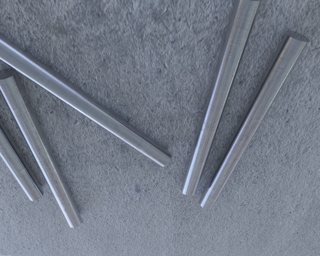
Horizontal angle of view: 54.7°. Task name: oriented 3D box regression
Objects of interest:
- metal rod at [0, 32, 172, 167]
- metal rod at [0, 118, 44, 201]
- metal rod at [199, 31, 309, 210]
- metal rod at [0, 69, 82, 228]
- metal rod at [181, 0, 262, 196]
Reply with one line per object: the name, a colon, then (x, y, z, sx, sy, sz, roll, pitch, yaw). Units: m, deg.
metal rod: (-0.100, -0.035, 0.376, 0.301, 0.025, 0.025, 36, 121, -27)
metal rod: (-0.218, -0.006, 0.399, 0.025, 0.025, 0.298, -6, 130, 5)
metal rod: (0.111, 0.014, 0.419, 0.025, 0.025, 0.298, 10, 130, -9)
metal rod: (-0.163, 0.052, 0.449, 0.025, 0.025, 0.298, -4, 130, 3)
metal rod: (0.066, -0.015, 0.394, 0.025, 0.025, 0.298, 6, 130, -5)
